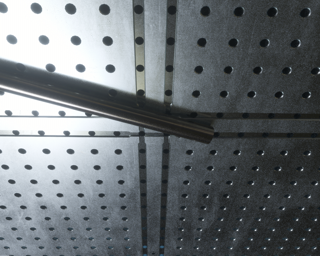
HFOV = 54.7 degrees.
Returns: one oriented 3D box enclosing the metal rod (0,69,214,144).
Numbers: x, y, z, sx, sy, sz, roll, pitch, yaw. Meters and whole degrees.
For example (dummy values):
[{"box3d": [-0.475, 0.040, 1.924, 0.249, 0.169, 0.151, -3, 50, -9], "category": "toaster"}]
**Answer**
[{"box3d": [-0.075, -0.027, 0.387, 0.302, 0.025, 0.025, 15, 129, -13], "category": "metal rod"}]
